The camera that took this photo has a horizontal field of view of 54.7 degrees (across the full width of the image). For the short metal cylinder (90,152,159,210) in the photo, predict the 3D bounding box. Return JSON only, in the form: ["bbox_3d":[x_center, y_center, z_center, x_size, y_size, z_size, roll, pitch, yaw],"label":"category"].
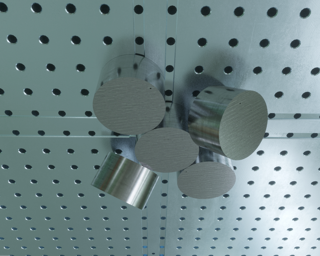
[{"bbox_3d":[-0.048,0.074,0.430,0.080,0.050,0.080,24,166,7],"label":"short metal cylinder"}]

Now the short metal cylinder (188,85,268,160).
[{"bbox_3d":[0.080,-0.008,0.363,0.081,0.050,0.079,-11,109,-34],"label":"short metal cylinder"}]

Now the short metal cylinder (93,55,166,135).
[{"bbox_3d":[-0.034,-0.038,0.362,0.081,0.050,0.079,0,130,0],"label":"short metal cylinder"}]

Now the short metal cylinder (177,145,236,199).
[{"bbox_3d":[0.064,0.057,0.445,0.081,0.050,0.079,0,130,0],"label":"short metal cylinder"}]

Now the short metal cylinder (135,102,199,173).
[{"bbox_3d":[0.009,0.013,0.406,0.081,0.050,0.079,0,130,0],"label":"short metal cylinder"}]
